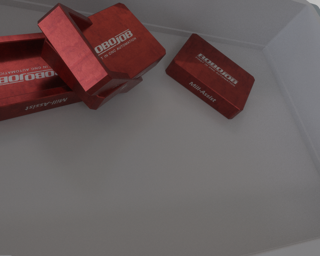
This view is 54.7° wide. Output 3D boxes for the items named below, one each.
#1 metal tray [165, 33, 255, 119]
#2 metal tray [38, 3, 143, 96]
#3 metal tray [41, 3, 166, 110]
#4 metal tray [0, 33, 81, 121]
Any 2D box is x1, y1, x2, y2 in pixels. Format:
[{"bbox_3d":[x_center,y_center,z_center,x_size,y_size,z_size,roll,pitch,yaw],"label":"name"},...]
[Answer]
[{"bbox_3d":[0.084,-0.085,0.499,0.130,0.030,0.090,36,51,-5],"label":"metal tray"},{"bbox_3d":[-0.072,-0.084,0.360,0.090,0.030,0.130,55,13,0],"label":"metal tray"},{"bbox_3d":[-0.063,-0.092,0.378,0.090,0.030,0.131,47,51,-3],"label":"metal tray"},{"bbox_3d":[-0.149,-0.065,0.361,0.131,0.030,0.090,-19,72,-35],"label":"metal tray"}]
